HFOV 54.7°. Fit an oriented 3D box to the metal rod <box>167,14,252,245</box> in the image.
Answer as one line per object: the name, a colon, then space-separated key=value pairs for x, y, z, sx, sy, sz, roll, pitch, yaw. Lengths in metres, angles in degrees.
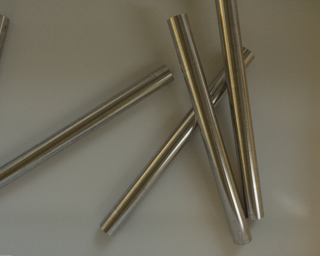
metal rod: x=0.065 y=0.009 z=0.390 sx=0.025 sy=0.025 sz=0.298 roll=-18 pitch=99 yaw=0

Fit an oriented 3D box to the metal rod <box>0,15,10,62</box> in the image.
metal rod: x=-0.246 y=-0.002 z=0.408 sx=0.025 sy=0.025 sz=0.298 roll=13 pitch=90 yaw=-1

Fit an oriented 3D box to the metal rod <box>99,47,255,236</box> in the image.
metal rod: x=0.023 y=0.017 z=0.411 sx=0.025 sy=0.025 sz=0.300 roll=38 pitch=90 yaw=-1

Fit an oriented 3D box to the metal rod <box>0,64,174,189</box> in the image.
metal rod: x=-0.115 y=0.006 z=0.409 sx=0.301 sy=0.025 sz=0.025 roll=-32 pitch=90 yaw=-1

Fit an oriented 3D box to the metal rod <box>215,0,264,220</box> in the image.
metal rod: x=0.101 y=-0.028 z=0.392 sx=0.025 sy=0.025 sz=0.298 roll=-10 pitch=98 yaw=0
